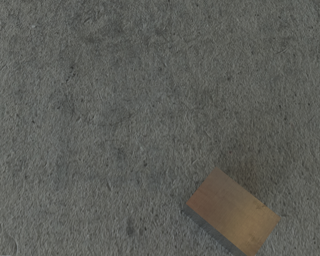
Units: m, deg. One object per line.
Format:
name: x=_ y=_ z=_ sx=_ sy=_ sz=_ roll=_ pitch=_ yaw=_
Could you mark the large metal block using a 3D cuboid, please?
large metal block: x=0.073 y=0.095 z=0.344 sx=0.080 sy=0.080 sz=0.050 roll=39 pitch=75 yaw=13
